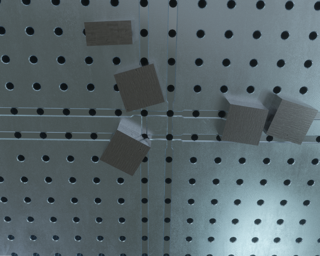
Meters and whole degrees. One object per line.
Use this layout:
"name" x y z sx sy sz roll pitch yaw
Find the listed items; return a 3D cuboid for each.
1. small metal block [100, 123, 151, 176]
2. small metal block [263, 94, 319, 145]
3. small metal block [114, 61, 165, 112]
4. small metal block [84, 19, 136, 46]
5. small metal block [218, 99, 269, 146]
"small metal block" -0.046 0.030 0.424 0.050 0.025 0.050 29 107 -10
"small metal block" 0.170 -0.011 0.410 0.050 0.025 0.050 17 109 -6
"small metal block" -0.025 -0.053 0.394 0.050 0.025 0.050 -15 110 5
"small metal block" -0.056 -0.111 0.359 0.050 0.050 0.025 -2 110 1
"small metal block" 0.109 -0.008 0.411 0.050 0.025 0.050 9 110 -4
